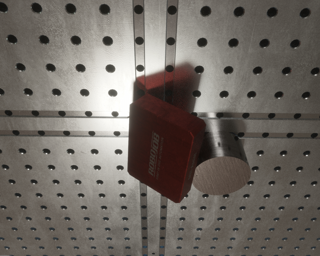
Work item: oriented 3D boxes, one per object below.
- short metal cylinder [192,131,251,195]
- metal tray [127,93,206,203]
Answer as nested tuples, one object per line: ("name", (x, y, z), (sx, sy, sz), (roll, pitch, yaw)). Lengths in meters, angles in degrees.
("short metal cylinder", (0.083, 0.051, 0.440), (0.081, 0.050, 0.079), (-1, 130, -1))
("metal tray", (0.003, 0.029, 0.403), (0.090, 0.030, 0.129), (27, 134, 23))
